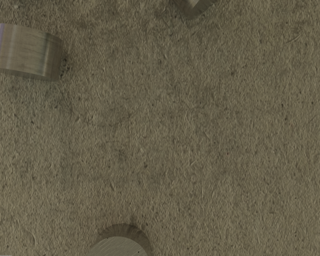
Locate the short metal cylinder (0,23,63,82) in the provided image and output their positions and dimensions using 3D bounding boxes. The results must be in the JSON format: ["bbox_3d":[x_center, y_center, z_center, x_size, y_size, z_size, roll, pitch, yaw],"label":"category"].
[{"bbox_3d":[-0.164,-0.090,0.381,0.080,0.080,0.050,9,90,0],"label":"short metal cylinder"}]

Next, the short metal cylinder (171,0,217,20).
[{"bbox_3d":[0.048,-0.181,0.383,0.080,0.080,0.050,-40,90,0],"label":"short metal cylinder"}]

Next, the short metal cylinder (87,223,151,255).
[{"bbox_3d":[-0.051,0.170,0.397,0.081,0.050,0.080,0,90,0],"label":"short metal cylinder"}]
